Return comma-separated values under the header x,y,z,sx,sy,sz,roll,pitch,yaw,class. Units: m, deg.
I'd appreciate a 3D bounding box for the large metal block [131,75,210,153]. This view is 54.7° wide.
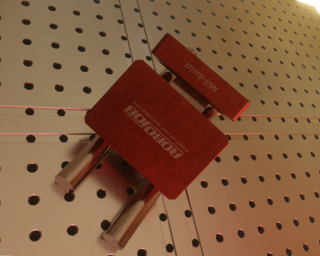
x,y,z,sx,sy,sz,roll,pitch,yaw,class
0.018,-0.021,0.396,0.050,0.080,0.080,41,51,-1,large metal block

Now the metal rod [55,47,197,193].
x,y,z,sx,sy,sz,roll,pitch,yaw,class
-0.025,-0.032,0.416,0.025,0.025,0.301,40,51,-1,metal rod

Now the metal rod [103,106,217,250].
x,y,z,sx,sy,sz,roll,pitch,yaw,class
0.028,0.027,0.409,0.025,0.025,0.301,41,51,-1,metal rod

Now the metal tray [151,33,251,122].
x,y,z,sx,sy,sz,roll,pitch,yaw,class
0.051,-0.064,0.406,0.130,0.030,0.090,40,7,-2,metal tray

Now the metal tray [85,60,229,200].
x,y,z,sx,sy,sz,roll,pitch,yaw,class
-0.004,0.002,0.337,0.130,0.030,0.090,43,94,0,metal tray
